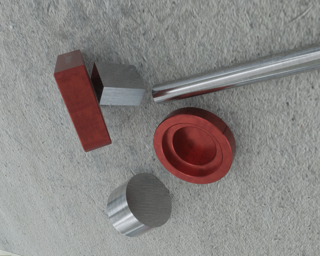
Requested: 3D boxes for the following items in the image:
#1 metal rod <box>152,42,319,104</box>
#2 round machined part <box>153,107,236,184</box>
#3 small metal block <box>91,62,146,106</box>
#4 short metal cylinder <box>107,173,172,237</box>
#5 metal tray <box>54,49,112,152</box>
[{"bbox_3d":[0.123,-0.063,0.302,0.300,0.025,0.025,-10,114,32],"label":"metal rod"},{"bbox_3d":[0.045,0.018,0.382,0.098,0.042,0.097,13,124,20],"label":"round machined part"},{"bbox_3d":[-0.051,-0.053,0.370,0.050,0.050,0.025,64,143,40],"label":"small metal block"},{"bbox_3d":[-0.030,0.113,0.455,0.080,0.080,0.050,47,129,-5],"label":"short metal cylinder"},{"bbox_3d":[-0.093,-0.039,0.369,0.030,0.130,0.089,-19,115,-9],"label":"metal tray"}]
